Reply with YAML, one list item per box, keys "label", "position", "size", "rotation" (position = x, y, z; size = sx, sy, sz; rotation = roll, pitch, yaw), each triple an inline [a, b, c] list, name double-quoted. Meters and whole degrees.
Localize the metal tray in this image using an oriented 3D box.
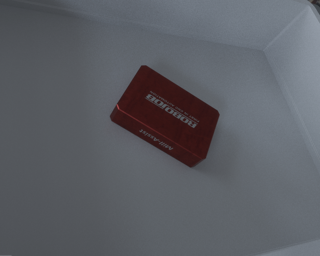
- label: "metal tray"
  position: [0.011, -0.017, 0.418]
  size: [0.130, 0.030, 0.090]
  rotation: [31, 52, -8]
